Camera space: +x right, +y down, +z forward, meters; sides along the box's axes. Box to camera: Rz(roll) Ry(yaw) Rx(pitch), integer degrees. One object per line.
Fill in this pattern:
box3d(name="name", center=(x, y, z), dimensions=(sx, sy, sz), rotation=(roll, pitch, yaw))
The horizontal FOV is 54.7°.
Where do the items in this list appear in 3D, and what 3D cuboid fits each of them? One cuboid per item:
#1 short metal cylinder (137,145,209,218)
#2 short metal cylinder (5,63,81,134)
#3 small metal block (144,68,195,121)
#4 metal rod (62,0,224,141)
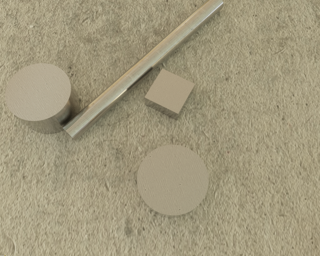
box3d(name="short metal cylinder", center=(0.014, 0.065, 0.371), dimensions=(0.081, 0.050, 0.080), rotation=(0, 70, 0))
box3d(name="short metal cylinder", center=(-0.151, -0.037, 0.407), dimensions=(0.081, 0.050, 0.080), rotation=(0, 70, 0))
box3d(name="small metal block", center=(0.013, -0.046, 0.425), dimensions=(0.050, 0.025, 0.050), rotation=(27, 72, 9))
box3d(name="metal rod", center=(-0.015, -0.094, 0.442), dimensions=(0.025, 0.025, 0.301), rotation=(42, 75, 13))
